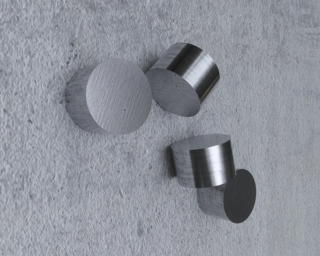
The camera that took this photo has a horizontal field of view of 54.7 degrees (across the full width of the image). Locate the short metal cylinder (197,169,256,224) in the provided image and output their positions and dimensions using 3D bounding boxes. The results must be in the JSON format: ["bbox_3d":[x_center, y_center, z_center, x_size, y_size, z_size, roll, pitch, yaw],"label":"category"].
[{"bbox_3d":[0.103,0.100,0.475,0.081,0.050,0.080,0,90,-40],"label":"short metal cylinder"}]

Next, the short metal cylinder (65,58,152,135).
[{"bbox_3d":[-0.056,-0.033,0.341,0.081,0.050,0.080,0,90,-40],"label":"short metal cylinder"}]

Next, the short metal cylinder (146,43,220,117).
[{"bbox_3d":[0.028,-0.060,0.392,0.080,0.080,0.050,52,60,-28],"label":"short metal cylinder"}]

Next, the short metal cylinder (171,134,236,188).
[{"bbox_3d":[0.059,0.042,0.418,0.081,0.080,0.050,-18,102,-39],"label":"short metal cylinder"}]
